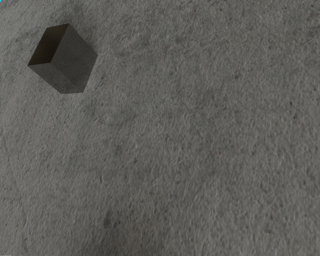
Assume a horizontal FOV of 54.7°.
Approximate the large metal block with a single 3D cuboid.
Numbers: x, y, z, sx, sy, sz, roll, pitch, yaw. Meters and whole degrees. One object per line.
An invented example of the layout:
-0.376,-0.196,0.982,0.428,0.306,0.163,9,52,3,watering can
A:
-0.159,-0.113,0.519,0.050,0.080,0.080,0,62,28,large metal block
